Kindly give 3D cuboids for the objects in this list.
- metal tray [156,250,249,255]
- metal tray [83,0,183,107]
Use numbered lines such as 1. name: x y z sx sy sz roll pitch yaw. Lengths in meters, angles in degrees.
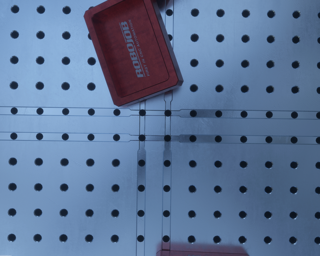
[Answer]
1. metal tray: 0.058 0.216 0.412 0.131 0.030 0.089 3 90 -1
2. metal tray: -0.034 -0.102 0.397 0.090 0.030 0.129 -19 90 17
